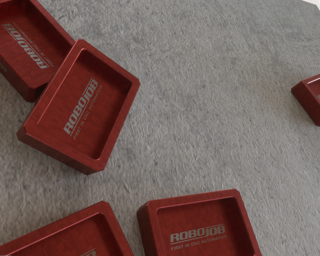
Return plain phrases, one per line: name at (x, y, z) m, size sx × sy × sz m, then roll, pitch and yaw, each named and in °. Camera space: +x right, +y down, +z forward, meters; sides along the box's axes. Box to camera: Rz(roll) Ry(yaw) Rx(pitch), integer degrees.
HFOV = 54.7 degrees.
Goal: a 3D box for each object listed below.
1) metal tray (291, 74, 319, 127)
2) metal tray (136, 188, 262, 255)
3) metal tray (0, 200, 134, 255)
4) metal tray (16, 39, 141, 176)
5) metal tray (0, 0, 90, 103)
metal tray at (0.331, -0.063, 0.621) m, size 0.131 × 0.030 × 0.090 m, roll -20°, pitch 73°, yaw -36°
metal tray at (0.046, 0.123, 0.352) m, size 0.131 × 0.030 × 0.090 m, roll -1°, pitch 62°, yaw -29°
metal tray at (-0.089, 0.132, 0.272) m, size 0.131 × 0.030 × 0.090 m, roll -18°, pitch 72°, yaw -35°
metal tray at (-0.084, -0.024, 0.347) m, size 0.090 × 0.030 × 0.130 m, roll 34°, pitch 57°, yaw -24°
metal tray at (-0.160, -0.103, 0.377) m, size 0.130 × 0.030 × 0.091 m, roll 47°, pitch 51°, yaw 4°
